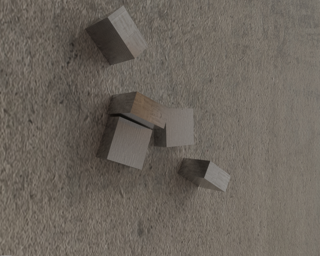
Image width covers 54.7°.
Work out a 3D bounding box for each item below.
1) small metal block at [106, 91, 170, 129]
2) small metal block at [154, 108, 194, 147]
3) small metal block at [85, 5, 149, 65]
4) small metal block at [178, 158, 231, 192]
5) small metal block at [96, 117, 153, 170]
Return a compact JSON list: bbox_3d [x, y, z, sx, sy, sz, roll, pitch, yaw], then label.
[{"bbox_3d":[-0.026,-0.019,0.366,0.050,0.050,0.025,26,74,-37],"label":"small metal block"},{"bbox_3d":[0.019,-0.001,0.420,0.050,0.025,0.050,-3,92,-40],"label":"small metal block"},{"bbox_3d":[-0.049,-0.102,0.347,0.025,0.050,0.050,-50,120,-28],"label":"small metal block"},{"bbox_3d":[0.063,0.067,0.441,0.050,0.050,0.025,36,68,-34],"label":"small metal block"},{"bbox_3d":[-0.042,0.018,0.369,0.050,0.025,0.050,24,75,-38],"label":"small metal block"}]
